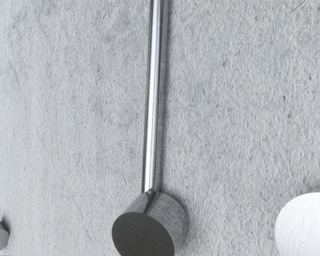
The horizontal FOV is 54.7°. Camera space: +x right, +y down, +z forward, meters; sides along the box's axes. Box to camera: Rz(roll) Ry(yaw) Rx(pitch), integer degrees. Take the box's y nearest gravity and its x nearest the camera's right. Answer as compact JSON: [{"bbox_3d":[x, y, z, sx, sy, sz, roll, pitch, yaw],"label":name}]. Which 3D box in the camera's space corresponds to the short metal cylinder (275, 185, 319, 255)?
[{"bbox_3d":[0.148,0.091,0.266,0.080,0.050,0.079,0,90,40],"label":"short metal cylinder"}]

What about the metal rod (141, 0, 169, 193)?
[{"bbox_3d":[-0.007,-0.045,0.410,0.025,0.025,0.298,5,93,40],"label":"metal rod"}]

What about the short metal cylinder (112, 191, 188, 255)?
[{"bbox_3d":[-0.011,0.125,0.380,0.080,0.050,0.079,7,110,21],"label":"short metal cylinder"}]

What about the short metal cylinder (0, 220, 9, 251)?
[{"bbox_3d":[-0.388,0.243,0.690,0.050,0.081,0.079,34,111,35],"label":"short metal cylinder"}]
